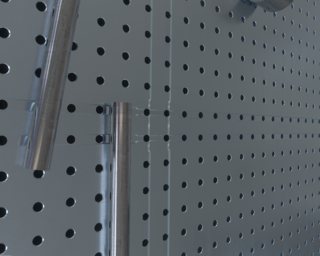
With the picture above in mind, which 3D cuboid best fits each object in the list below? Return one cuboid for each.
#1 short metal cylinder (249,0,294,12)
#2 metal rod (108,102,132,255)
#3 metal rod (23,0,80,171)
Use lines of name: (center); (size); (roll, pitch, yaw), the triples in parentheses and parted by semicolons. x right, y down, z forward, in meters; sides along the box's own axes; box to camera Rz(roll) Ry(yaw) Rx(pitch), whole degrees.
short metal cylinder: (0.194, -0.249, 0.535); (0.050, 0.080, 0.080); (8, 85, -40)
metal rod: (-0.048, 0.119, 0.368); (0.025, 0.025, 0.298); (1, 89, -40)
metal rod: (-0.101, -0.106, 0.323); (0.025, 0.025, 0.298); (14, 81, -39)
